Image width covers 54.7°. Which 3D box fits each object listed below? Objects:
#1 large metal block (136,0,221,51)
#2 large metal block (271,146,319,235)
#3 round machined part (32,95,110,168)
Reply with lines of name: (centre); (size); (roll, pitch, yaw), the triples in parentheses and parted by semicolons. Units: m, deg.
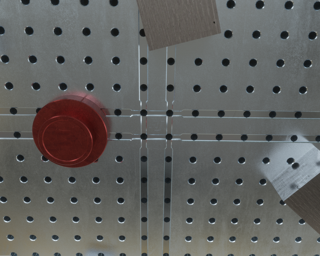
large metal block: (0.018, -0.139, 0.349); (0.080, 0.050, 0.080); (-13, 110, 4)
large metal block: (0.221, 0.087, 0.434); (0.080, 0.050, 0.080); (41, 105, -14)
round machined part: (-0.118, 0.009, 0.407); (0.099, 0.042, 0.097); (0, 110, 0)
